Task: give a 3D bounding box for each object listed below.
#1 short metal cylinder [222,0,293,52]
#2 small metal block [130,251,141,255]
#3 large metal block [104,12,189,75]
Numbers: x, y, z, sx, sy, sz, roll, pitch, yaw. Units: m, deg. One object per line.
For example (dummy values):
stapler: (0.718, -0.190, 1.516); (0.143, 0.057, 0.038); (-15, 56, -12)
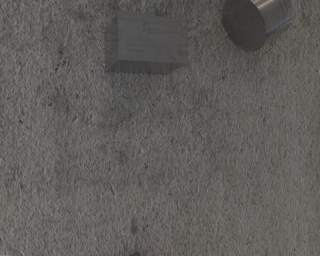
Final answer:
short metal cylinder: (0.133, -0.154, 0.429); (0.050, 0.080, 0.080); (-35, 102, -17)
small metal block: (-0.039, 0.197, 0.395); (0.050, 0.025, 0.050); (-24, 98, -19)
large metal block: (-0.020, -0.097, 0.373); (0.081, 0.080, 0.050); (-1, 91, -20)
